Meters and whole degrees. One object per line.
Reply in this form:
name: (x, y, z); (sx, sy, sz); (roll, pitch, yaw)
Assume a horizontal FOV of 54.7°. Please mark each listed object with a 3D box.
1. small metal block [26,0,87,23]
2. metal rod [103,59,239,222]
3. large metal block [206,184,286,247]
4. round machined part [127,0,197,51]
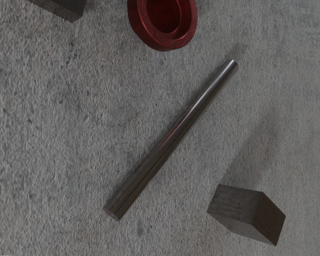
small metal block: (-0.102, -0.145, 0.319); (0.050, 0.025, 0.050); (19, 78, -39)
metal rod: (0.030, 0.000, 0.429); (0.301, 0.025, 0.025); (-49, 119, -29)
large metal block: (0.134, 0.134, 0.482); (0.080, 0.080, 0.050); (43, 64, -32)
round machined part: (-0.001, -0.146, 0.392); (0.099, 0.042, 0.097); (0, 90, -40)
